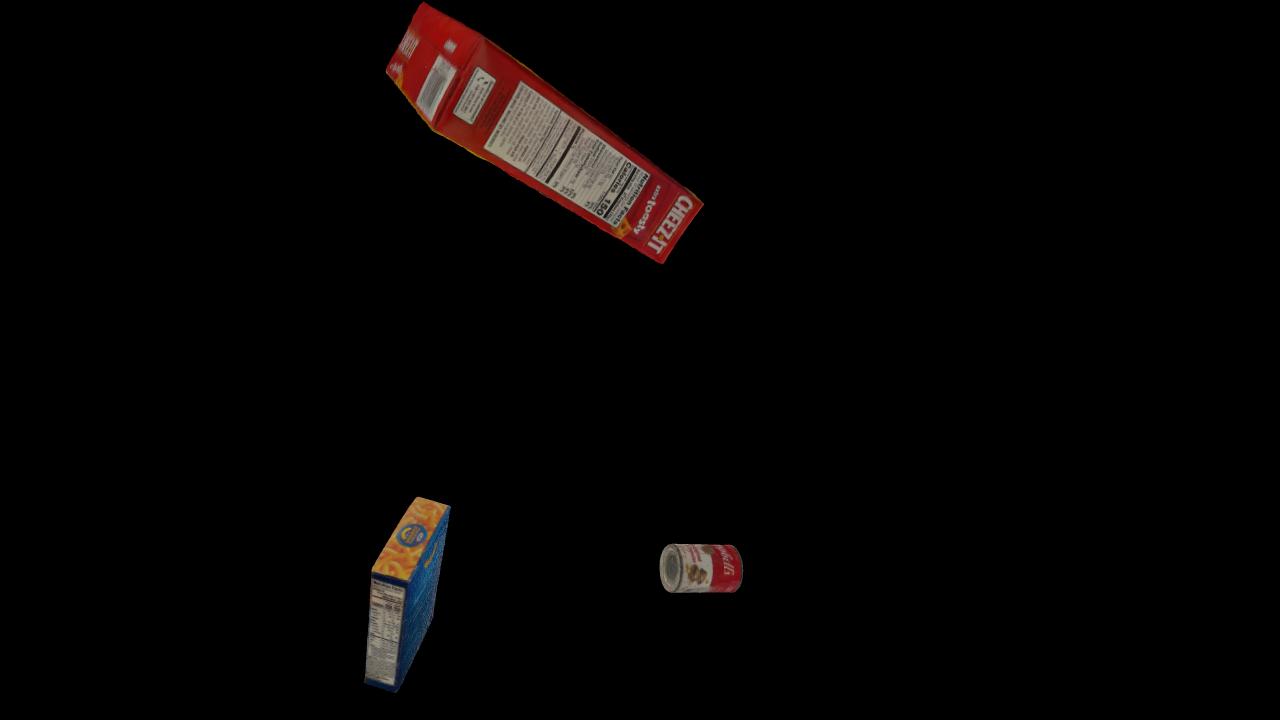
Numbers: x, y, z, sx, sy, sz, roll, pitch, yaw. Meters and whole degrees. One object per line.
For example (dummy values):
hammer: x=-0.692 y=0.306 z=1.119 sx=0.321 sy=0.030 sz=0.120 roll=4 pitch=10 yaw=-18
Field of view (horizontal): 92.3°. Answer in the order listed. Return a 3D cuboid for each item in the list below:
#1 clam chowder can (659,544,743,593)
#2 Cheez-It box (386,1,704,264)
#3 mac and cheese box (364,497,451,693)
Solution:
clam chowder can: x=0.087 y=0.300 z=0.884 sx=0.102 sy=0.068 sz=0.068 roll=8 pitch=-3 yaw=-23
Cheez-It box: x=-0.074 y=-0.177 z=0.498 sx=0.223 sy=0.071 sz=0.166 roll=24 pitch=18 yaw=-43
mac and cheese box: x=-0.229 y=0.232 z=0.603 sx=0.041 sy=0.184 sz=0.093 roll=18 pitch=32 yaw=-1
